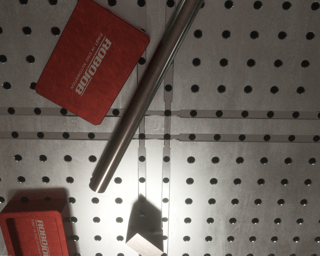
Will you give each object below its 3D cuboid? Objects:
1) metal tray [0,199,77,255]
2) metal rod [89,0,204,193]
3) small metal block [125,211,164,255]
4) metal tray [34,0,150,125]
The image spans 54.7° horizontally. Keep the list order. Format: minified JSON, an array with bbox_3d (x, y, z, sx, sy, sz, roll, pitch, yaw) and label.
[{"bbox_3d":[-0.182,0.173,0.471,0.091,0.030,0.129,-3,110,0],"label":"metal tray"},{"bbox_3d":[-0.022,-0.040,0.398,0.025,0.025,0.298,26,108,-10],"label":"metal rod"},{"bbox_3d":[-0.022,0.161,0.459,0.050,0.050,0.025,41,105,-14],"label":"small metal block"},{"bbox_3d":[-0.082,-0.079,0.380,0.090,0.030,0.129,30,107,-11],"label":"metal tray"}]
